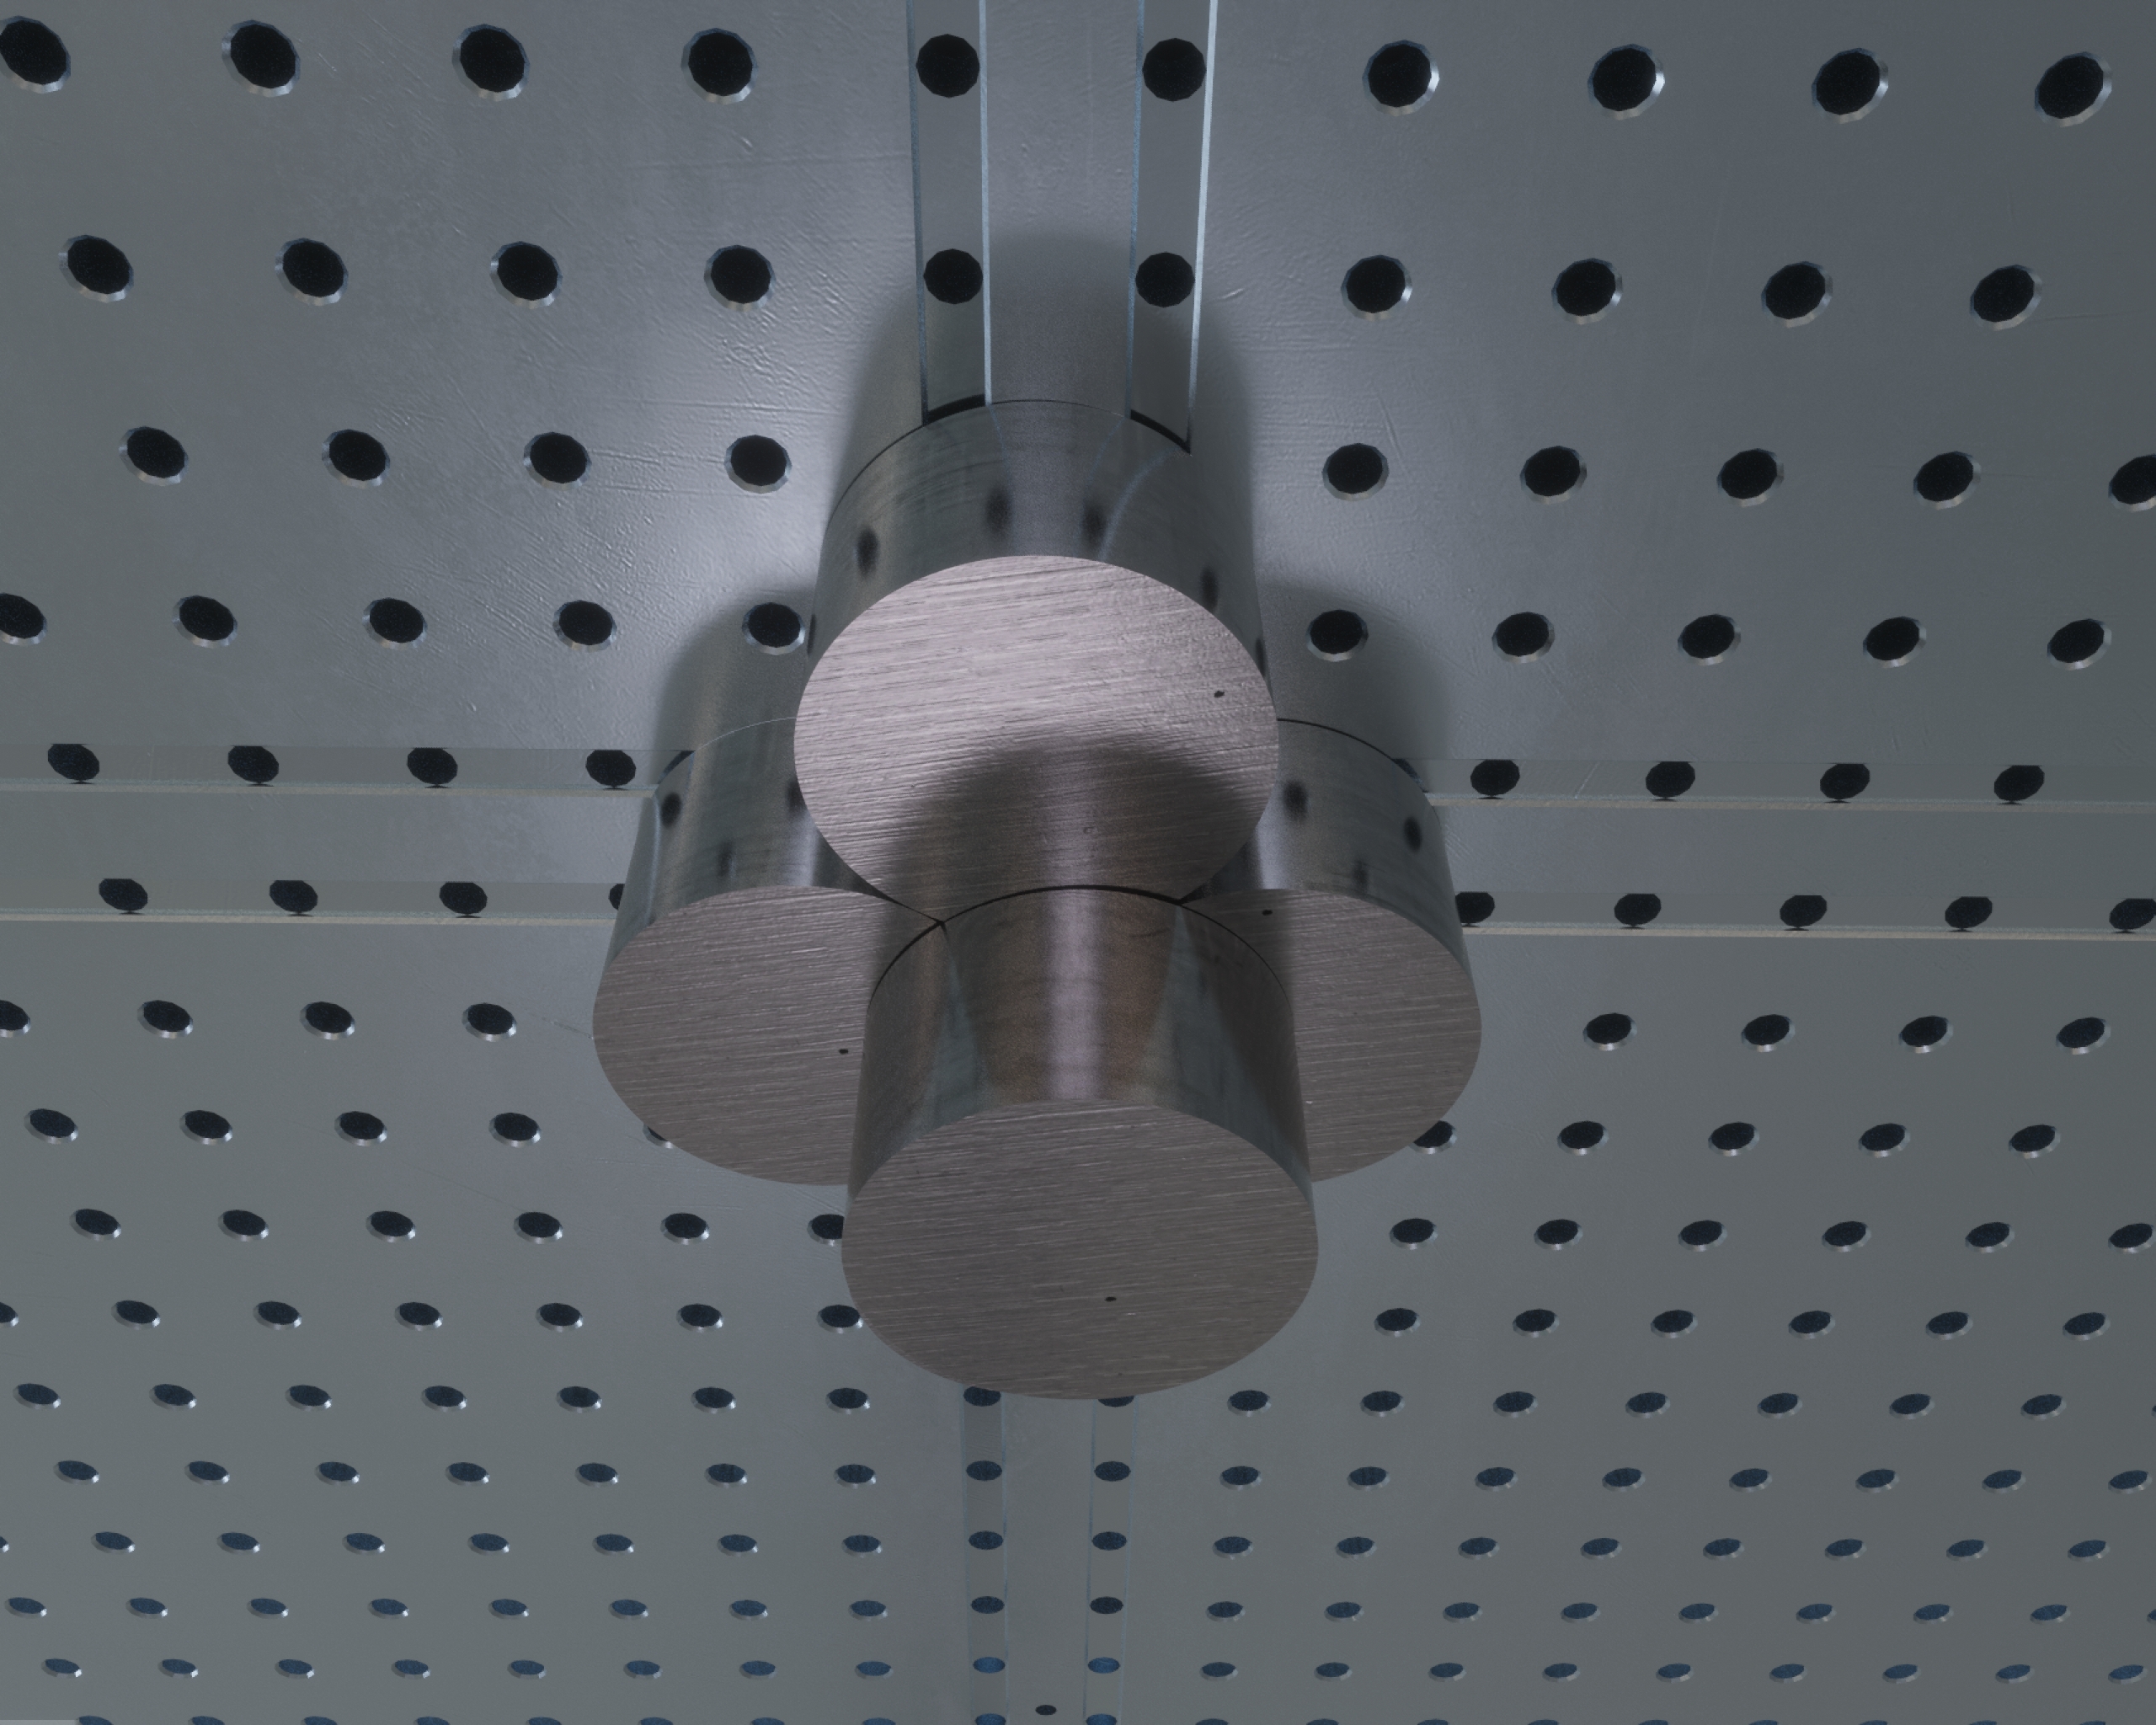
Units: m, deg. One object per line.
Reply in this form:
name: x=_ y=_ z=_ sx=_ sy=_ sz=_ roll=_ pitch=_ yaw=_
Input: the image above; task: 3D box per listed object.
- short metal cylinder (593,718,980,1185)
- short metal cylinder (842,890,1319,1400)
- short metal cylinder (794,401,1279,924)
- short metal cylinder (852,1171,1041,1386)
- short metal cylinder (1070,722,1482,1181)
short metal cylinder: x=-0.050 y=0.018 z=0.410 sx=0.081 sy=0.050 sz=0.079 roll=0 pitch=130 yaw=0
short metal cylinder: x=0.000 y=0.051 z=0.372 sx=0.081 sy=0.050 sz=0.079 roll=0 pitch=130 yaw=0
short metal cylinder: x=-0.007 y=-0.033 z=0.366 sx=0.081 sy=0.050 sz=0.079 roll=-1 pitch=130 yaw=-1
short metal cylinder: x=-0.008 y=0.070 z=0.454 sx=0.081 sy=0.050 sz=0.079 roll=-1 pitch=128 yaw=0
short metal cylinder: x=0.035 y=0.019 z=0.411 sx=0.081 sy=0.050 sz=0.079 roll=0 pitch=130 yaw=0
